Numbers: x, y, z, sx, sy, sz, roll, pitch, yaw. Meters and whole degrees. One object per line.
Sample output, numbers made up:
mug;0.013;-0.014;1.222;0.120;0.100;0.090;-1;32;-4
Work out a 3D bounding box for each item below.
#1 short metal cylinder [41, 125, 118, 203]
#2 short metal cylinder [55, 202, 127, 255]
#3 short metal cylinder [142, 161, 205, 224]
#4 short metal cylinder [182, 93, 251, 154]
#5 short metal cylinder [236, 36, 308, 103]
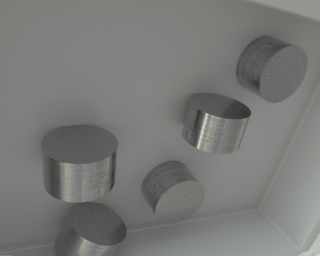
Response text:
short metal cylinder;-0.089;0.037;0.348;0.081;0.080;0.050;-7;122;-26
short metal cylinder;-0.092;0.145;0.414;0.081;0.080;0.050;16;110;-35
short metal cylinder;0.019;0.096;0.465;0.081;0.050;0.079;-14;125;-21
short metal cylinder;0.073;-0.008;0.410;0.081;0.080;0.050;-4;120;-27
short metal cylinder;0.154;-0.081;0.429;0.081;0.050;0.079;-14;125;-21
